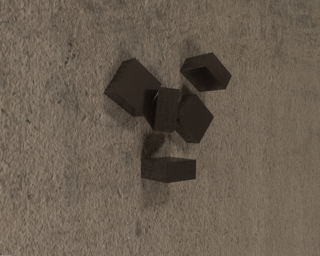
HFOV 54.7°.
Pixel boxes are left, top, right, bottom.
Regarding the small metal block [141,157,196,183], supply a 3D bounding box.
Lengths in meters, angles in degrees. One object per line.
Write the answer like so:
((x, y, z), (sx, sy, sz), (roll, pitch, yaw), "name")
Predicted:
((0.011, 0.053, 0.400), (0.050, 0.050, 0.025), (1, 90, -40), "small metal block")

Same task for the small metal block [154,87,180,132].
((0.008, -0.021, 0.394), (0.025, 0.050, 0.050), (6, 85, -2), "small metal block")

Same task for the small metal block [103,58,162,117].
((-0.032, -0.049, 0.379), (0.050, 0.025, 0.050), (40, 65, -33), "small metal block")

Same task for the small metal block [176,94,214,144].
((0.045, -0.013, 0.445), (0.050, 0.025, 0.050), (47, 62, -30), "small metal block")

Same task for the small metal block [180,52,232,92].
((0.066, -0.079, 0.446), (0.050, 0.050, 0.025), (40, 66, -33), "small metal block")
